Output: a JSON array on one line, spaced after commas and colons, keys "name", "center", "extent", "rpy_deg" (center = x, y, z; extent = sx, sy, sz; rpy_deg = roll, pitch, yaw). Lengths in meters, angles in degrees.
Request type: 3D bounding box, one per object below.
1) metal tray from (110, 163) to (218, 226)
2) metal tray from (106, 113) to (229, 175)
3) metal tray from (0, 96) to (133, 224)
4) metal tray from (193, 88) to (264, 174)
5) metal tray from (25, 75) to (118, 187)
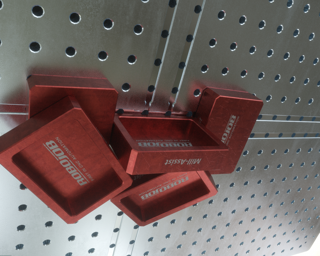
[{"name": "metal tray", "center": [0.006, 0.086, 0.442], "extent": [0.130, 0.030, 0.090], "rpy_deg": [-26, 131, 10]}, {"name": "metal tray", "center": [0.008, 0.017, 0.384], "extent": [0.131, 0.090, 0.030], "rpy_deg": [1, 118, -30]}, {"name": "metal tray", "center": [-0.098, 0.040, 0.339], "extent": [0.090, 0.030, 0.130], "rpy_deg": [-33, 130, -7]}, {"name": "metal tray", "center": [0.090, 0.009, 0.463], "extent": [0.091, 0.030, 0.129], "rpy_deg": [3, 117, -30]}, {"name": "metal tray", "center": [-0.105, 0.007, 0.356], "extent": [0.091, 0.030, 0.129], "rpy_deg": [-1, 120, -28]}]
